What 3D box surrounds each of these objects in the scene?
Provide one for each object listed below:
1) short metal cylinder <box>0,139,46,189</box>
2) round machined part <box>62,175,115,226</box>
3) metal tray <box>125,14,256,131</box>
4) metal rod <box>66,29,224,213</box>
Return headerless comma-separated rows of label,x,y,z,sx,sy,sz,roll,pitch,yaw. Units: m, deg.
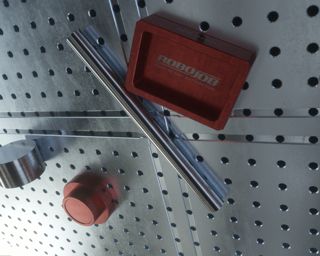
short metal cylinder,-0.251,0.062,0.546,0.080,0.080,0.050,3,120,27
round machined part,-0.134,0.137,0.556,0.098,0.042,0.097,13,124,21
metal tray,0.029,-0.063,0.353,0.130,0.030,0.089,25,127,12
metal rod,-0.015,-0.004,0.416,0.025,0.025,0.300,-33,100,38
